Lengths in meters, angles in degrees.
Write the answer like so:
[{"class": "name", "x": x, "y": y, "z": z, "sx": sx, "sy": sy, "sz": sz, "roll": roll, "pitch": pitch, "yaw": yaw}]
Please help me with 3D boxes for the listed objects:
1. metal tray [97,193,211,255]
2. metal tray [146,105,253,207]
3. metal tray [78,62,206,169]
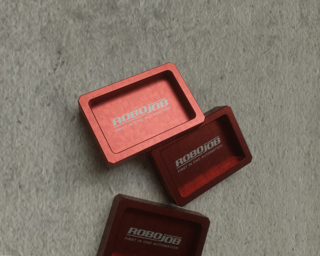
[{"class": "metal tray", "x": -0.007, "y": 0.146, "z": 0.405, "sx": 0.131, "sy": 0.030, "sz": 0.090, "roll": 18, "pitch": 84, "yaw": -20}, {"class": "metal tray", "x": 0.056, "y": 0.036, "z": 0.428, "sx": 0.131, "sy": 0.030, "sz": 0.090, "roll": -29, "pitch": 100, "yaw": -18}, {"class": "metal tray", "x": -0.022, "y": -0.018, "z": 0.382, "sx": 0.131, "sy": 0.030, "sz": 0.090, "roll": -24, "pitch": 78, "yaw": -18}]
